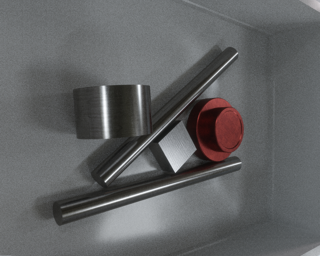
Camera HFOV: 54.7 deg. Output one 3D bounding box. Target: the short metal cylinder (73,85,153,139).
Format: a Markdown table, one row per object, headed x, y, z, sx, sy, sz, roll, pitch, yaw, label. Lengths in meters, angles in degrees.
| x | y | z | sx | sy | sz | roll | pitch | yaw | label |
| --- | --- | --- | --- | --- | --- | --- | --- | --- | --- |
| -0.049 | -0.017 | 0.330 | 0.081 | 0.080 | 0.050 | -7 | 95 | -40 | short metal cylinder |

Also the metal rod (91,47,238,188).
| x | y | z | sx | sy | sz | roll | pitch | yaw | label |
| --- | --- | --- | --- | --- | --- | --- | --- | --- | --- |
| 0.024 | -0.031 | 0.427 | 0.301 | 0.025 | 0.025 | -44 | 117 | -31 | metal rod |

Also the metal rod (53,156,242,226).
| x | y | z | sx | sy | sz | roll | pitch | yaw | label |
| --- | --- | --- | --- | --- | --- | --- | --- | --- | --- |
| 0.010 | 0.073 | 0.415 | 0.302 | 0.025 | 0.025 | -7 | 95 | -40 | metal rod |

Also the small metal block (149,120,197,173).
| x | y | z | sx | sy | sz | roll | pitch | yaw | label |
| --- | --- | --- | --- | --- | --- | --- | --- | --- | --- |
| 0.017 | 0.024 | 0.420 | 0.050 | 0.025 | 0.050 | -43 | 116 | -32 | small metal block |

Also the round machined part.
| x | y | z | sx | sy | sz | roll | pitch | yaw | label |
| --- | --- | --- | --- | --- | --- | --- | --- | --- | --- |
| 0.090 | 0.002 | 0.470 | 0.099 | 0.042 | 0.097 | 0 | 90 | -40 | round machined part |
